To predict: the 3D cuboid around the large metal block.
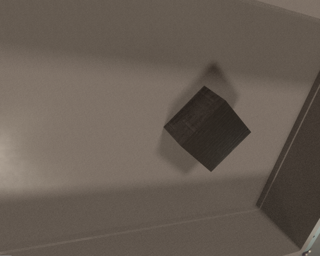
[{"bbox_3d":[0.067,0.002,0.432,0.080,0.050,0.080,-46,130,3],"label":"large metal block"}]
